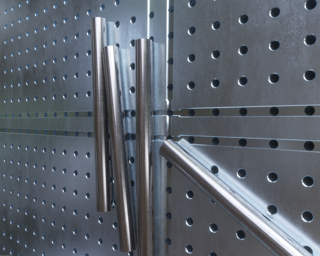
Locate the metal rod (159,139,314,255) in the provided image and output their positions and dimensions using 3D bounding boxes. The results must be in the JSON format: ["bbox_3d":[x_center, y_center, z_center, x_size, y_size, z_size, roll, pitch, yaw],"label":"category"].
[{"bbox_3d":[0.106,0.105,0.322,0.300,0.025,0.025,39,114,33],"label":"metal rod"}]

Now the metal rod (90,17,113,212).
[{"bbox_3d":[-0.092,-0.022,0.486,0.025,0.025,0.298,-4,88,40],"label":"metal rod"}]

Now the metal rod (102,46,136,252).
[{"bbox_3d":[-0.060,0.027,0.460,0.025,0.025,0.299,-10,84,40],"label":"metal rod"}]

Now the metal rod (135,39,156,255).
[{"bbox_3d":[-0.020,0.029,0.427,0.025,0.025,0.298,-1,89,40],"label":"metal rod"}]
